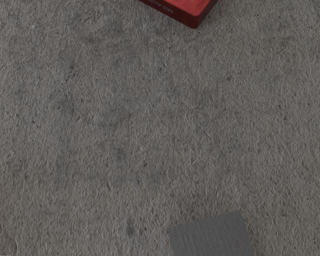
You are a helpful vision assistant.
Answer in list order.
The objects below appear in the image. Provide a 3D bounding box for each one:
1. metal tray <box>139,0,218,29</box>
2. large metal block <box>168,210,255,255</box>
[{"bbox_3d":[0.025,-0.223,0.486,0.130,0.030,0.090,32,73,11],"label":"metal tray"},{"bbox_3d":[0.057,0.142,0.343,0.081,0.050,0.080,-13,71,-5],"label":"large metal block"}]
